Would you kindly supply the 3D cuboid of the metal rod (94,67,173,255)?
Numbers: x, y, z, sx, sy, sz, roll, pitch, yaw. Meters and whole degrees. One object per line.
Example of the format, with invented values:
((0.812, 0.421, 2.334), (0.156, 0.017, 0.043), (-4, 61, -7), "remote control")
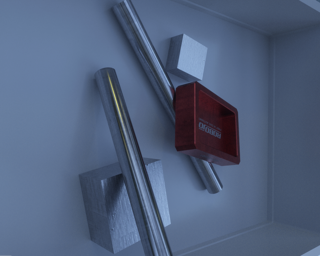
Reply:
((-0.018, 0.071, 0.308), (0.025, 0.025, 0.299), (-2, 64, -40), "metal rod")

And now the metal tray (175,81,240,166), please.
((0.071, -0.001, 0.438), (0.131, 0.030, 0.090), (22, 64, -49), "metal tray")

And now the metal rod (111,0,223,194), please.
((0.019, -0.028, 0.424), (0.025, 0.025, 0.299), (-43, 116, -32), "metal rod")

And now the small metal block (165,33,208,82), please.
((0.038, -0.098, 0.441), (0.050, 0.025, 0.050), (17, 79, -39), "small metal block")

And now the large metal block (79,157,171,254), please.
((-0.039, 0.084, 0.359), (0.081, 0.050, 0.079), (-15, 100, -39), "large metal block")
